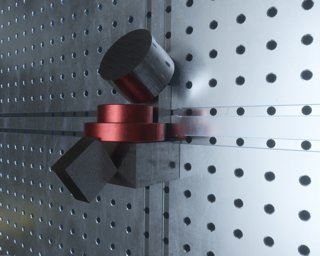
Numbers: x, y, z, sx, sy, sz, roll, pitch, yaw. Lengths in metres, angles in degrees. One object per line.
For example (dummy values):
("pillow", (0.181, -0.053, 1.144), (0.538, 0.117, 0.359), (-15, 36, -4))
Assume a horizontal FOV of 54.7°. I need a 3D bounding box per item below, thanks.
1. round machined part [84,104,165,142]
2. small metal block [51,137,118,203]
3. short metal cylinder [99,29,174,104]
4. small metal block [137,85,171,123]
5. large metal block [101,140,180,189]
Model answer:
("round machined part", (-0.043, -0.007, 0.381), (0.098, 0.099, 0.042), (1, 91, 39))
("small metal block", (-0.081, 0.045, 0.339), (0.025, 0.050, 0.050), (2, 129, 39))
("short metal cylinder", (-0.029, -0.078, 0.393), (0.080, 0.050, 0.080), (-21, 49, 26))
("small metal block", (-0.013, -0.032, 0.417), (0.050, 0.025, 0.050), (1, 91, 39))
("large metal block", (-0.031, 0.041, 0.396), (0.080, 0.081, 0.050), (1, 91, 39))
